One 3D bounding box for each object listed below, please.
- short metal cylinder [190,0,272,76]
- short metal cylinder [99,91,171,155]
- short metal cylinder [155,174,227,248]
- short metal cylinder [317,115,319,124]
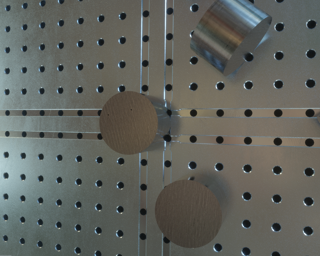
[{"bbox_3d":[0.081,-0.107,0.355,0.050,0.080,0.080,43,103,15],"label":"short metal cylinder"},{"bbox_3d":[-0.032,-0.006,0.410,0.080,0.050,0.079,0,90,19],"label":"short metal cylinder"},{"bbox_3d":[0.040,0.100,0.385,0.080,0.050,0.079,0,90,19],"label":"short metal cylinder"},{"bbox_3d":[0.207,0.005,0.311,0.050,0.080,0.080,-38,78,16],"label":"short metal cylinder"}]
